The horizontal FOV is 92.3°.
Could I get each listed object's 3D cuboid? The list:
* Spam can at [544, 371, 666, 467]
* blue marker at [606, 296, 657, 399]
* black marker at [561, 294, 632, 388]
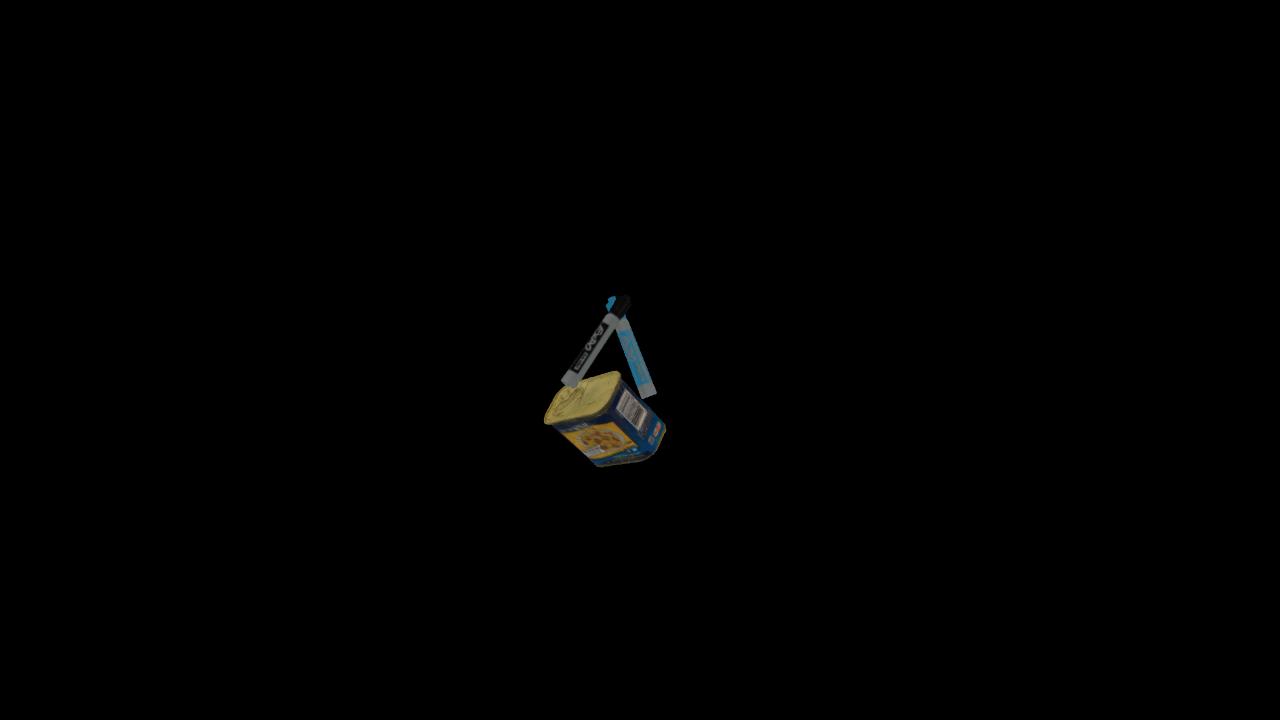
[{"bbox_3d":[-0.036,0.066,0.648,0.101,0.058,0.085,-16,-53,42],"label":"Spam can"},{"bbox_3d":[-0.011,-0.015,0.696,0.020,0.121,0.020,-21,-3,-1],"label":"blue marker"},{"bbox_3d":[-0.046,-0.022,0.675,0.020,0.121,0.020,31,-13,8],"label":"black marker"}]
